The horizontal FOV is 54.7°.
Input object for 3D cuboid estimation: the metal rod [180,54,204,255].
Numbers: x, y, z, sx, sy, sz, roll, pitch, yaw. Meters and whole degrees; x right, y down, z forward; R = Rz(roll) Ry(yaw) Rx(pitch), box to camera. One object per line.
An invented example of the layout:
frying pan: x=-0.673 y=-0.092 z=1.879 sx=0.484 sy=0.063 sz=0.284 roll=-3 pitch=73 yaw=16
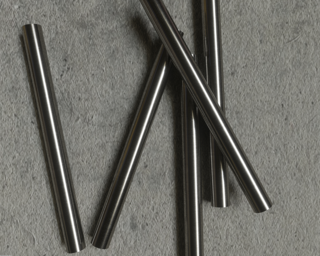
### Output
metal rod: x=0.042 y=0.054 z=0.410 sx=0.025 sy=0.025 sz=0.298 roll=-2 pitch=90 yaw=0

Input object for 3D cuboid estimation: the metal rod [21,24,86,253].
metal rod: x=-0.140 y=0.014 z=0.408 sx=0.025 sy=0.025 sz=0.298 roll=-11 pitch=90 yaw=0

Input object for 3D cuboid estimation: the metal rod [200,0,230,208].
metal rod: x=0.073 y=-0.047 z=0.410 sx=0.025 sy=0.025 sz=0.298 roll=-3 pitch=90 yaw=0

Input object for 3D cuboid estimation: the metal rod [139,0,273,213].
metal rod: x=0.057 y=-0.032 z=0.384 sx=0.025 sy=0.025 sz=0.299 roll=-28 pitch=90 yaw=0

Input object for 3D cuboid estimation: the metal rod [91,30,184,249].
metal rod: x=-0.030 y=0.013 z=0.409 sx=0.025 sy=0.025 sz=0.299 roll=19 pitch=90 yaw=0
